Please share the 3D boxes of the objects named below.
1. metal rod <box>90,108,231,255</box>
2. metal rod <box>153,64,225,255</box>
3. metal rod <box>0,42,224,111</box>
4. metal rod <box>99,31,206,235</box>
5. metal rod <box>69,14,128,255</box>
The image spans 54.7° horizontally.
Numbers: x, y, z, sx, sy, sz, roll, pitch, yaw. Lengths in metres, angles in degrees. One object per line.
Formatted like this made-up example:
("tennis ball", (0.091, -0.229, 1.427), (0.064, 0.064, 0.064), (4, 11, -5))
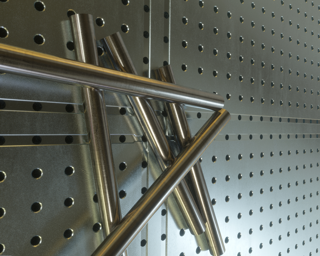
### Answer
("metal rod", (0.003, 0.074, 0.381), (0.301, 0.025, 0.025), (-46, 118, -30))
("metal rod", (0.047, 0.056, 0.450), (0.025, 0.025, 0.298), (-29, 108, -37))
("metal rod", (-0.032, -0.049, 0.352), (0.302, 0.025, 0.025), (6, 86, -40))
("metal rod", (-0.001, 0.021, 0.409), (0.025, 0.025, 0.299), (-38, 113, -34))
("metal rod", (-0.067, 0.026, 0.354), (0.025, 0.025, 0.298), (-13, 98, -40))
